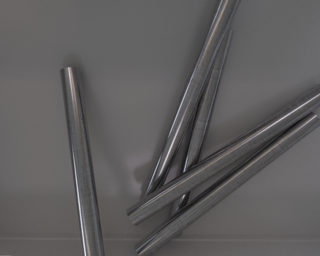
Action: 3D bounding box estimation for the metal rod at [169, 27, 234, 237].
[{"bbox_3d":[0.049,0.019,0.418,0.025,0.025,0.298,10,110,-4],"label":"metal rod"}]

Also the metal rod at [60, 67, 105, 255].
[{"bbox_3d":[-0.090,0.075,0.373,0.025,0.025,0.298,-9,85,3],"label":"metal rod"}]

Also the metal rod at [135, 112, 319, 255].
[{"bbox_3d":[0.088,0.080,0.423,0.300,0.025,0.025,-39,106,6],"label":"metal rod"}]

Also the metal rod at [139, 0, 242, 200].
[{"bbox_3d":[0.030,-0.022,0.388,0.025,0.025,0.298,18,115,-7],"label":"metal rod"}]

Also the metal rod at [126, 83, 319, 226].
[{"bbox_3d":[0.087,0.036,0.404,0.301,0.025,0.025,-34,107,3],"label":"metal rod"}]
